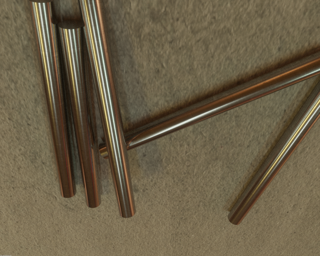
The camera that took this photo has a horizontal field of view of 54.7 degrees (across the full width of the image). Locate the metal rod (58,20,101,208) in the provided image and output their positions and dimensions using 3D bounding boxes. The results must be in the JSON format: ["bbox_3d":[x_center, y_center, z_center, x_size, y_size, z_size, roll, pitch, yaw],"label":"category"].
[{"bbox_3d":[-0.100,0.008,0.412,0.025,0.025,0.298,2,130,-3],"label":"metal rod"}]

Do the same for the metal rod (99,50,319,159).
[{"bbox_3d":[0.055,-0.022,0.388,0.300,0.025,0.025,-22,127,17],"label":"metal rod"}]

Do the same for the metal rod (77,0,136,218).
[{"bbox_3d":[-0.058,-0.002,0.379,0.025,0.025,0.298,-3,123,2],"label":"metal rod"}]

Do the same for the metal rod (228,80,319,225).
[{"bbox_3d":[0.168,0.049,0.451,0.025,0.025,0.298,11,129,-10],"label":"metal rod"}]

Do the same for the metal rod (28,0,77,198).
[{"bbox_3d":[-0.130,-0.012,0.394,0.025,0.025,0.298,4,130,-4],"label":"metal rod"}]
